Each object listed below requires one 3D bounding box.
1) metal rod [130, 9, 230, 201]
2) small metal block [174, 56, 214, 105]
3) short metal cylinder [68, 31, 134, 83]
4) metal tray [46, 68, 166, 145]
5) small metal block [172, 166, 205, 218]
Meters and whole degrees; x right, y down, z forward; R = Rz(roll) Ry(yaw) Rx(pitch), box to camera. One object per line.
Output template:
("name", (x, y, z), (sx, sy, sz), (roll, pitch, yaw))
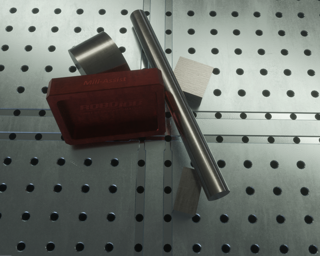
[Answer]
("metal rod", (0.014, -0.050, 0.400), (0.025, 0.025, 0.299), (-18, 60, -7))
("small metal block", (0.043, -0.067, 0.437), (0.050, 0.025, 0.050), (20, 71, 7))
("short metal cylinder", (-0.077, -0.080, 0.411), (0.050, 0.080, 0.080), (-33, 74, -11))
("metal tray", (-0.060, -0.024, 0.382), (0.131, 0.089, 0.030), (-7, 49, -3))
("small metal block", (0.033, 0.078, 0.370), (0.025, 0.050, 0.050), (14, 71, 5))
